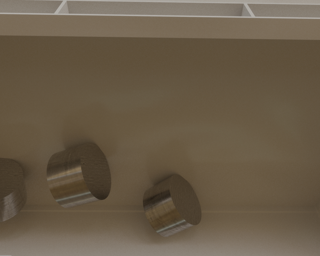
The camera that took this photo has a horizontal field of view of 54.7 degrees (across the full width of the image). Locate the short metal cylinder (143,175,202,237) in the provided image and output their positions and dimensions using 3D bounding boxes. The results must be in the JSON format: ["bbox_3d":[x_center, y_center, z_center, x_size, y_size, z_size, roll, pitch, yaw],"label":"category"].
[{"bbox_3d":[0.020,0.119,0.474,0.050,0.080,0.080,-33,123,24],"label":"short metal cylinder"}]

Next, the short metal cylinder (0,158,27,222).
[{"bbox_3d":[-0.238,0.089,0.446,0.081,0.080,0.050,7,130,-6],"label":"short metal cylinder"}]

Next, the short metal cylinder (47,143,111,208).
[{"bbox_3d":[-0.109,0.065,0.427,0.050,0.080,0.080,-17,128,14],"label":"short metal cylinder"}]
